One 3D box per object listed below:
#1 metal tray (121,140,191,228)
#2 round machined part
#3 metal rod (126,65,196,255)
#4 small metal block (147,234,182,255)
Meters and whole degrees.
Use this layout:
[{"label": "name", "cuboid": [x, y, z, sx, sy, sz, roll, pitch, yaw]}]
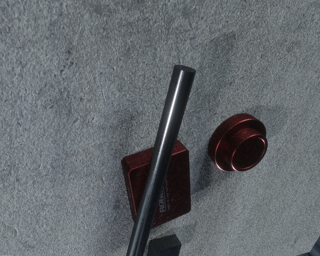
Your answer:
[{"label": "metal tray", "cuboid": [-0.002, 0.088, 0.459, 0.091, 0.030, 0.129, -18, 126, -18]}, {"label": "round machined part", "cuboid": [0.129, 0.029, 0.487, 0.099, 0.042, 0.097, -14, 125, -21]}, {"label": "metal rod", "cuboid": [-0.005, 0.065, 0.405, 0.025, 0.025, 0.298, 0, 119, -29]}, {"label": "small metal block", "cuboid": [0.006, 0.220, 0.549, 0.050, 0.025, 0.050, -5, 121, -27]}]
